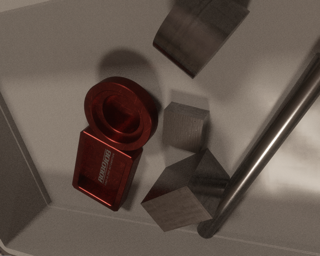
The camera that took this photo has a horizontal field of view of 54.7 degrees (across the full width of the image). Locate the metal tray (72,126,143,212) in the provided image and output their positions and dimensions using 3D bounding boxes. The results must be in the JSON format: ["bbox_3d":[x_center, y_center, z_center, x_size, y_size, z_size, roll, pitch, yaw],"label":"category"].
[{"bbox_3d":[-0.087,0.064,0.488,0.090,0.030,0.129,28,128,10],"label":"metal tray"}]

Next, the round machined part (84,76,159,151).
[{"bbox_3d":[-0.046,-0.022,0.407,0.098,0.042,0.097,13,124,20],"label":"round machined part"}]

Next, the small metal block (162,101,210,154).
[{"bbox_3d":[0.032,-0.001,0.391,0.050,0.025,0.050,16,125,19],"label":"small metal block"}]

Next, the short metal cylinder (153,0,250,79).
[{"bbox_3d":[0.038,-0.093,0.295,0.050,0.080,0.080,40,129,0],"label":"short metal cylinder"}]

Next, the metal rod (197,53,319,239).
[{"bbox_3d":[0.112,0.046,0.377,0.025,0.025,0.298,29,128,9],"label":"metal rod"}]

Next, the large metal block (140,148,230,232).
[{"bbox_3d":[0.034,0.081,0.404,0.080,0.080,0.050,-30,102,37],"label":"large metal block"}]
